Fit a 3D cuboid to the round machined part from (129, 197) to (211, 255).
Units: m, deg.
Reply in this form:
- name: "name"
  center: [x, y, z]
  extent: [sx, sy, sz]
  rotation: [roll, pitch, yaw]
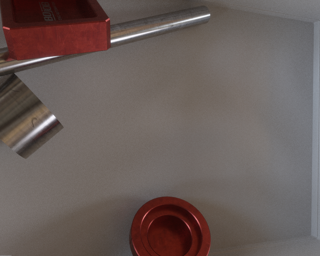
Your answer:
- name: "round machined part"
  center: [0.010, 0.140, 0.389]
  extent: [0.099, 0.042, 0.098]
  rotation: [8, 47, -8]

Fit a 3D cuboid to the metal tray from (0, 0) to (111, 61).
- name: "metal tray"
  center: [-0.112, -0.119, 0.319]
  extent: [0.091, 0.130, 0.030]
  rotation: [-12, 134, -20]

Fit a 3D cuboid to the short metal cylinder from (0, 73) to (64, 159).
- name: "short metal cylinder"
  center: [-0.149, -0.014, 0.326]
  extent: [0.050, 0.080, 0.080]
  rotation: [-43, 104, -15]

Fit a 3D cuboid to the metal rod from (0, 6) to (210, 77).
- name: "metal rod"
  center: [-0.056, -0.105, 0.356]
  extent: [0.302, 0.025, 0.025]
  rotation: [-25, 99, -32]
